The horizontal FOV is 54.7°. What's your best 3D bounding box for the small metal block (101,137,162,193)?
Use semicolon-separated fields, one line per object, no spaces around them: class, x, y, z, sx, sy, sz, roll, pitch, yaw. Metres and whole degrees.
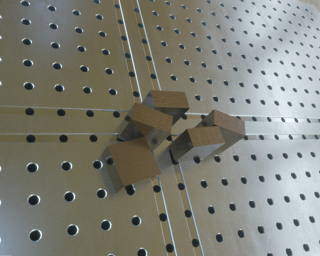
small metal block;-0.034;0.043;0.365;0.050;0.025;0.050;-13;69;-34

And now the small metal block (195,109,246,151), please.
small metal block;0.084;0.004;0.437;0.050;0.050;0.025;19;54;-18

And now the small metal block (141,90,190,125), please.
small metal block;0.003;-0.025;0.410;0.050;0.050;0.025;0;62;-29

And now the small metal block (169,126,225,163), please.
small metal block;0.048;0.021;0.407;0.050;0.050;0.025;-5;65;-31

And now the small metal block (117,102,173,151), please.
small metal block;-0.019;0.000;0.384;0.050;0.050;0.025;20;54;-17
